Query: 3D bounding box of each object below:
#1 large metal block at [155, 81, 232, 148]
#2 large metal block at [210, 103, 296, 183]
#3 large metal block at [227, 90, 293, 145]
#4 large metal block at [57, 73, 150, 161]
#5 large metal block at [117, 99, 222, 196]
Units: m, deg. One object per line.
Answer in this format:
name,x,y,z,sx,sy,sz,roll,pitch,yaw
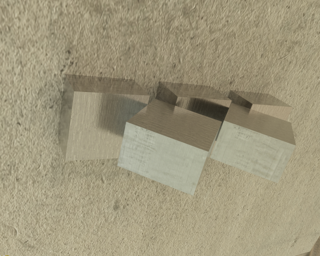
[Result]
large metal block,0.035,-0.012,0.406,0.081,0.050,0.079,1,118,-29
large metal block,0.115,0.014,0.385,0.080,0.080,0.050,20,114,11
large metal block,0.137,-0.008,0.465,0.081,0.050,0.079,1,118,-30
large metal block,-0.066,-0.012,0.350,0.081,0.050,0.079,0,118,-29
large metal block,0.013,0.015,0.326,0.080,0.080,0.050,-47,155,-62
